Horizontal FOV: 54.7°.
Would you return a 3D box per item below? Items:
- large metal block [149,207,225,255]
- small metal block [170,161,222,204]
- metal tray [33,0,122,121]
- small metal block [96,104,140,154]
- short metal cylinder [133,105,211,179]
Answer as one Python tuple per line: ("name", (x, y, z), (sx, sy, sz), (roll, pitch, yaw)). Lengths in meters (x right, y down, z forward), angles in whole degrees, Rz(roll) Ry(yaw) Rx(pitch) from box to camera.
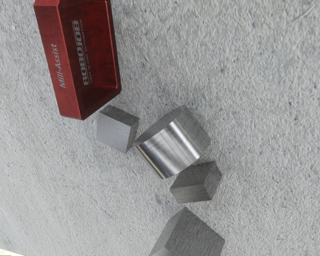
("large metal block", (0.041, 0.181, 0.462), (0.080, 0.080, 0.050), (40, 129, 1))
("small metal block", (0.048, 0.072, 0.410), (0.050, 0.050, 0.025), (-16, 110, 34))
("metal tray", (-0.087, -0.085, 0.357), (0.030, 0.090, 0.129), (10, 123, 23))
("small metal block", (-0.061, 0.002, 0.440), (0.050, 0.025, 0.050), (25, 127, 13))
("short metal cylinder", (0.014, 0.016, 0.374), (0.080, 0.080, 0.050), (-31, 101, 38))
